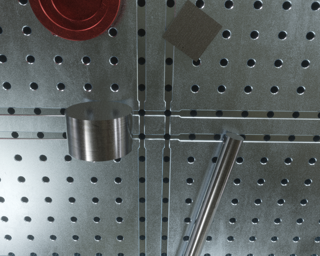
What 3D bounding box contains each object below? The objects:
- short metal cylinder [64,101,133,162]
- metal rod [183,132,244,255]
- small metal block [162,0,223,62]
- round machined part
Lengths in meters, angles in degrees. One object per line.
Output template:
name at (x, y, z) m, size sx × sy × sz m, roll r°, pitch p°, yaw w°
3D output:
short metal cylinder at (-0.074, 0.001, 0.384) m, size 0.081 × 0.080 × 0.050 m, roll 1°, pitch 110°, yaw -1°
metal rod at (0.064, 0.147, 0.468) m, size 0.025 × 0.025 × 0.298 m, roll 13°, pitch 109°, yaw -5°
small metal block at (0.038, -0.116, 0.371) m, size 0.050 × 0.025 × 0.050 m, roll 33°, pitch 106°, yaw -12°
round machined part at (-0.091, -0.150, 0.348) m, size 0.099 × 0.042 × 0.097 m, roll 0°, pitch 110°, yaw -1°
